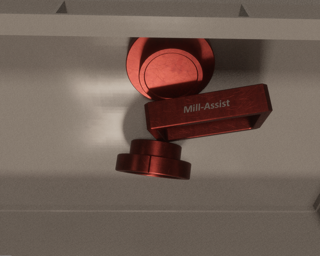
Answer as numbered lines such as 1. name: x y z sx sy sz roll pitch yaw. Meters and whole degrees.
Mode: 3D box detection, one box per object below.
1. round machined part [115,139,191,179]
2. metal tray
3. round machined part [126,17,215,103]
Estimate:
1. round machined part: -0.007 0.042 0.412 0.099 0.042 0.098 7 169 2
2. metal tray: 0.055 -0.013 0.364 0.131 0.030 0.090 -9 167 7
3. round machined part: 0.012 -0.066 0.342 0.099 0.042 0.097 -1 130 0
